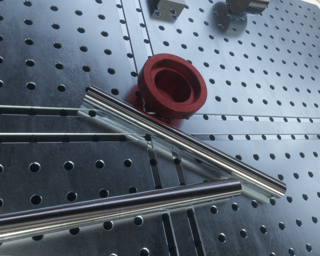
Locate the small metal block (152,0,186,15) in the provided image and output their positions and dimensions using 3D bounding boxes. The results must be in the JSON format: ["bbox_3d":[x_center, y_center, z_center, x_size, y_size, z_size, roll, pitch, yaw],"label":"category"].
[{"bbox_3d":[0.014,-0.236,0.559,0.050,0.025,0.050,2,61,-28],"label":"small metal block"}]

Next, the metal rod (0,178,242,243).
[{"bbox_3d":[-0.031,0.085,0.339,0.303,0.025,0.025,-3,63,-29],"label":"metal rod"}]

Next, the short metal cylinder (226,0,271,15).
[{"bbox_3d":[0.182,-0.277,0.640,0.050,0.080,0.080,-6,65,-31],"label":"short metal cylinder"}]

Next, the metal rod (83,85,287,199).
[{"bbox_3d":[0.041,0.023,0.415,0.301,0.025,0.025,27,53,-12],"label":"metal rod"}]

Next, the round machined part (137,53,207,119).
[{"bbox_3d":[0.014,-0.054,0.437,0.099,0.042,0.098,14,56,-21],"label":"round machined part"}]
